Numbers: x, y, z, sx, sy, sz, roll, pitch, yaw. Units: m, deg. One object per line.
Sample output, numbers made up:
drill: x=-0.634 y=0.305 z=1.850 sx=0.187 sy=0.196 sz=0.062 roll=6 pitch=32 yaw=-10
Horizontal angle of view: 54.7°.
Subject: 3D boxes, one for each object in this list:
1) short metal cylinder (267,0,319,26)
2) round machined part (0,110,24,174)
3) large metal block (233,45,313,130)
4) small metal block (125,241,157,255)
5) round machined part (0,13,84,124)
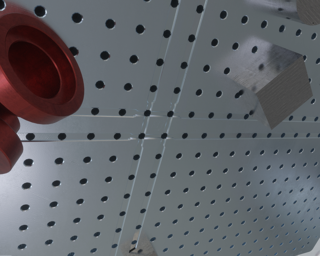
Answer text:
short metal cylinder: x=0.183 y=-0.174 z=0.387 sx=0.081 sy=0.050 sz=0.079 roll=-14 pitch=124 yaw=-21
round machined part: x=-0.171 y=-0.002 z=0.283 sx=0.098 sy=0.042 sz=0.097 roll=12 pitch=143 yaw=10
large metal block: x=0.165 y=-0.058 z=0.449 sx=0.080 sy=0.050 sz=0.080 roll=-40 pitch=129 yaw=-2
small metal block: x=-0.028 y=0.232 z=0.539 sx=0.050 sy=0.025 sz=0.050 roll=-29 pitch=128 yaw=-10
round machined part: x=-0.118 y=-0.048 z=0.278 sx=0.042 sy=0.098 sz=0.098 roll=-23 pitch=134 yaw=23
